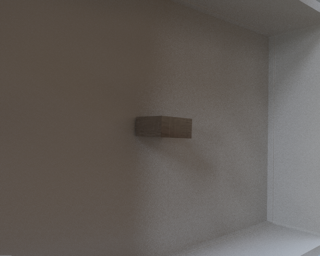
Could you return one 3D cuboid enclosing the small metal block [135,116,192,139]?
[{"bbox_3d":[0.005,-0.001,0.392,0.050,0.050,0.025,4,87,-40],"label":"small metal block"}]
